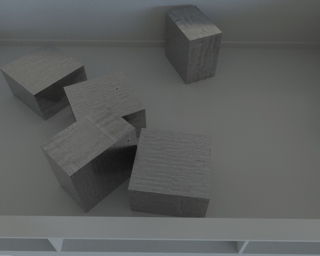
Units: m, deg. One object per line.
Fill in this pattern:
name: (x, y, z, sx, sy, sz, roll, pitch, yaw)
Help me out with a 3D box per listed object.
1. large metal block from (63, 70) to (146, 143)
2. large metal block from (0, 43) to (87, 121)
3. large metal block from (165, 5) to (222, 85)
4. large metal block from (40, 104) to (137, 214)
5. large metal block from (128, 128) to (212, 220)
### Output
large metal block: (-0.071, -0.022, 0.407, 0.081, 0.050, 0.080, -20, 53, -16)
large metal block: (-0.162, -0.069, 0.445, 0.080, 0.050, 0.080, 34, 58, 25)
large metal block: (0.048, -0.128, 0.477, 0.050, 0.080, 0.080, -18, 53, -15)
large metal block: (-0.071, 0.034, 0.340, 0.050, 0.080, 0.080, 37, 59, 27)
large metal block: (0.014, 0.050, 0.347, 0.080, 0.050, 0.080, 6, 50, 5)
